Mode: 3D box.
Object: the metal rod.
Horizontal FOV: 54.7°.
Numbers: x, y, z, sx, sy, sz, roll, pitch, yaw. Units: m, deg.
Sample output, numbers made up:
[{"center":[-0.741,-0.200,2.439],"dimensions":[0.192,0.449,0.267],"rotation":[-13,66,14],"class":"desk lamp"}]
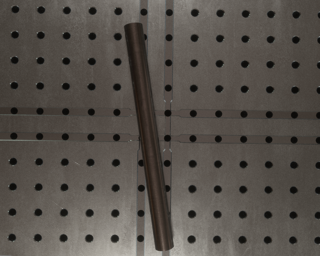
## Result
[{"center":[-0.015,0.012,0.413],"dimensions":[0.025,0.025,0.298],"rotation":[-8,90,0],"class":"metal rod"}]
